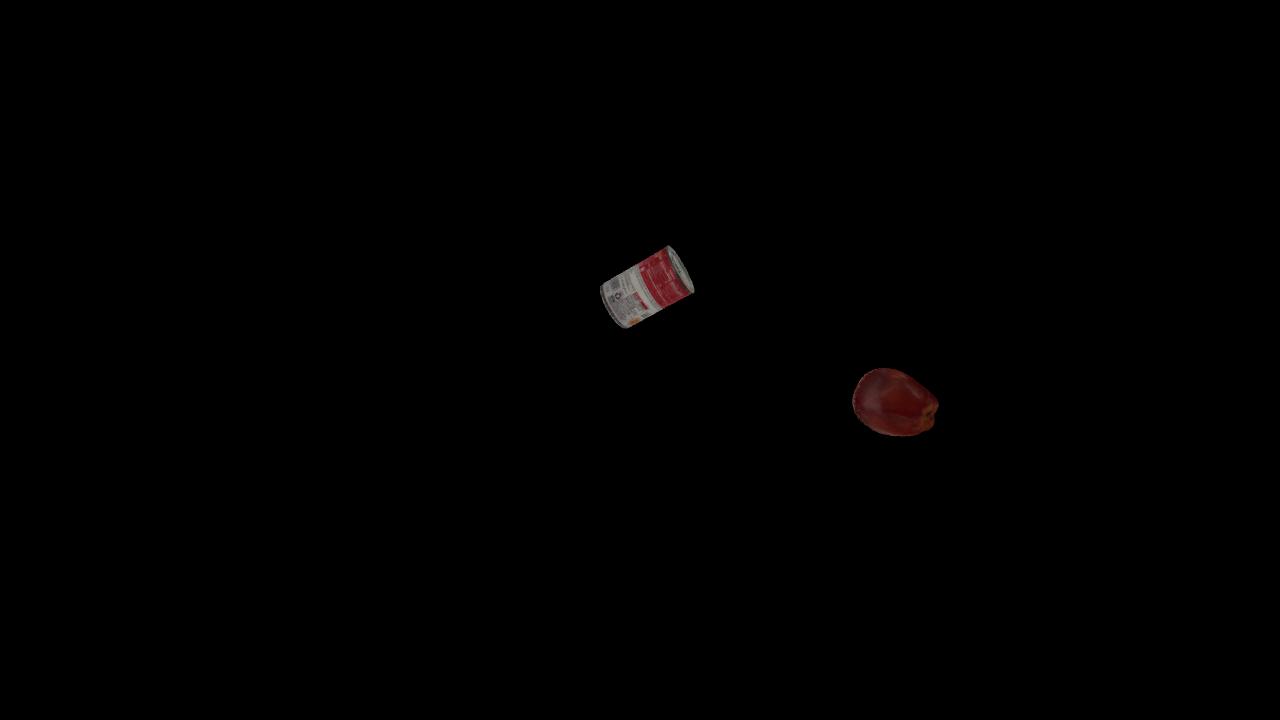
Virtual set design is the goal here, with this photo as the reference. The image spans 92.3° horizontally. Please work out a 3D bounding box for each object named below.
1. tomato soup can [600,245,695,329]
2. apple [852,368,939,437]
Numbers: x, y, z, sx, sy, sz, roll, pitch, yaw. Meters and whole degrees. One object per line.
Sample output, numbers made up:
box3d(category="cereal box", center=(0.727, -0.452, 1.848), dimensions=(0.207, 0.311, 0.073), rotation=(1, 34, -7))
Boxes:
box3d(category="tomato soup can", center=(0.009, -0.090, 0.776), dimensions=(0.101, 0.068, 0.068), rotation=(-28, -9, 17))
box3d(category="apple", center=(0.296, 0.049, 0.720), dimensions=(0.079, 0.079, 0.093), rotation=(0, 17, -33))
